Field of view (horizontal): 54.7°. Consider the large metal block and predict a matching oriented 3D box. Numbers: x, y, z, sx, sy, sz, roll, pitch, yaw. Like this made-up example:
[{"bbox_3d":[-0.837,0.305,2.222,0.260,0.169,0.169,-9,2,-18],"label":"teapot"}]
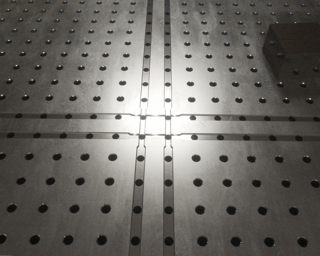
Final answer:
[{"bbox_3d":[0.222,-0.125,0.500,0.081,0.050,0.080,-3,50,-3],"label":"large metal block"}]
